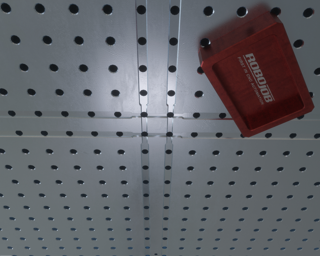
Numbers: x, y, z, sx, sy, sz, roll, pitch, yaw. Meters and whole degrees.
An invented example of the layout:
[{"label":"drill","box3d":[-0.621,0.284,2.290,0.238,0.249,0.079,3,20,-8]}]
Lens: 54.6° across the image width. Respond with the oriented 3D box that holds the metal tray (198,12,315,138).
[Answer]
[{"label":"metal tray","box3d":[0.114,-0.055,0.362,0.090,0.030,0.130,-26,126,20]}]
